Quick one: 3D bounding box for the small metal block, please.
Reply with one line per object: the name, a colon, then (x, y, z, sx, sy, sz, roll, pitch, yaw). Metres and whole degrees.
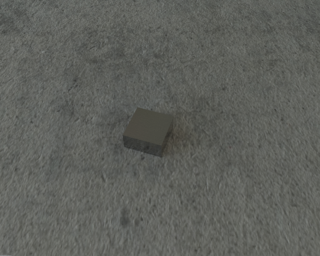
small metal block: (-0.014, 0.005, 0.399, 0.050, 0.025, 0.050, 15, 51, 11)
